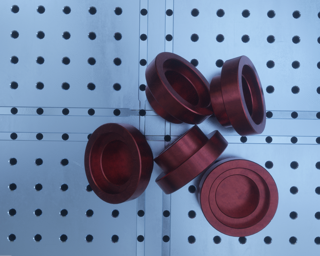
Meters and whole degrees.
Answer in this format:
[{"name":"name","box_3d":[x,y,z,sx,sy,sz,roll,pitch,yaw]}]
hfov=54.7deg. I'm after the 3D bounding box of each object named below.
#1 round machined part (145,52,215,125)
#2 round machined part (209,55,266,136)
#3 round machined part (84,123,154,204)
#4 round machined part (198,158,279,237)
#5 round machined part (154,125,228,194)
[{"name":"round machined part","box_3d":[0.021,-0.044,0.387,0.098,0.098,0.042,48,125,0]},{"name":"round machined part","box_3d":[0.096,-0.037,0.387,0.042,0.099,0.097,-12,90,33]},{"name":"round machined part","box_3d":[-0.047,0.042,0.389,0.098,0.042,0.097,0,90,38]},{"name":"round machined part","box_3d":[0.099,0.087,0.406,0.099,0.042,0.097,0,90,-1]},{"name":"round machined part","box_3d":[0.031,0.033,0.378,0.098,0.098,0.042,-40,88,0]}]
